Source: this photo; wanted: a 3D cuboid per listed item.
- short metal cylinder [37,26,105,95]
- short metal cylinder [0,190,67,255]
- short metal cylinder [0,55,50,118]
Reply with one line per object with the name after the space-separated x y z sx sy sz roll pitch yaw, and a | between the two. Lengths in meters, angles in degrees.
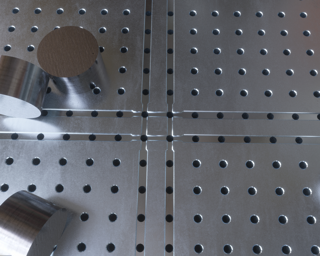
-0.121 -0.093 0.431 0.081 0.050 0.080 0 70 0 | short metal cylinder
-0.146 0.115 0.339 0.050 0.080 0.080 22 72 8 | short metal cylinder
-0.190 -0.050 0.399 0.080 0.080 0.050 6 71 2 | short metal cylinder
